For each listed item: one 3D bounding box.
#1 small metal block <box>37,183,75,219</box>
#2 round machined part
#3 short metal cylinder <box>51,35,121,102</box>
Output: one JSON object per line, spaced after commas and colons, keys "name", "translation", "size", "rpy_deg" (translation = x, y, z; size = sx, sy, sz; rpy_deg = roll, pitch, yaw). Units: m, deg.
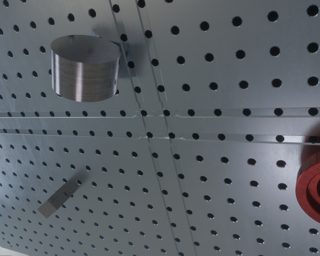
{"name": "small metal block", "translation": [-0.195, 0.137, 0.583], "size": [0.025, 0.050, 0.050], "rpy_deg": [47, 129, -5]}
{"name": "round machined part", "translation": [0.200, 0.060, 0.332], "size": [0.098, 0.042, 0.097], "rpy_deg": [13, 124, 21]}
{"name": "short metal cylinder", "translation": [-0.090, -0.074, 0.377], "size": [0.080, 0.080, 0.050], "rpy_deg": [23, 127, 14]}
